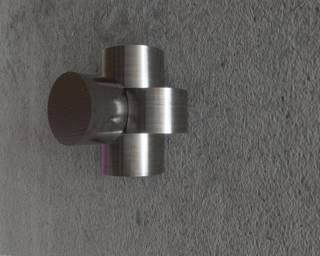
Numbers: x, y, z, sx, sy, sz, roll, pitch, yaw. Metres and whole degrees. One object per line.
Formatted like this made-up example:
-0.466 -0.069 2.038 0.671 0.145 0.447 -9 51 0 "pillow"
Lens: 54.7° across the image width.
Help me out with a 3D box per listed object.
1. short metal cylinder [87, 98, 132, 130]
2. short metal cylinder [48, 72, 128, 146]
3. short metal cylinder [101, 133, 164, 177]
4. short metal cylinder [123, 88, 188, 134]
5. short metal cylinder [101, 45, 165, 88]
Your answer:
-0.069 -0.019 0.425 0.080 0.081 0.050 -1 89 39 "short metal cylinder"
-0.083 -0.021 0.351 0.080 0.050 0.079 0 90 39 "short metal cylinder"
-0.035 0.031 0.397 0.080 0.081 0.050 0 90 39 "short metal cylinder"
-0.007 -0.019 0.374 0.080 0.081 0.050 0 90 39 "short metal cylinder"
-0.034 -0.071 0.397 0.080 0.081 0.050 -2 89 39 "short metal cylinder"
